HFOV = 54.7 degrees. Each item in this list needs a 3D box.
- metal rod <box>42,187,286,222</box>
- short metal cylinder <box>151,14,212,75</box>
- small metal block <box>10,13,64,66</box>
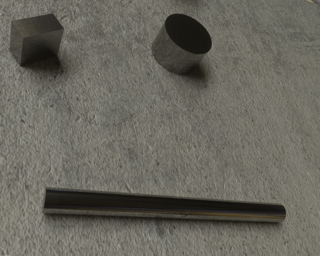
[{"bbox_3d":[0.024,0.092,0.360,0.302,0.025,0.025,9,58,-23],"label":"metal rod"},{"bbox_3d":[0.033,-0.131,0.486,0.081,0.050,0.080,14,56,-21],"label":"short metal cylinder"},{"bbox_3d":[-0.149,-0.106,0.372,0.050,0.050,0.025,-29,78,-37],"label":"small metal block"}]
